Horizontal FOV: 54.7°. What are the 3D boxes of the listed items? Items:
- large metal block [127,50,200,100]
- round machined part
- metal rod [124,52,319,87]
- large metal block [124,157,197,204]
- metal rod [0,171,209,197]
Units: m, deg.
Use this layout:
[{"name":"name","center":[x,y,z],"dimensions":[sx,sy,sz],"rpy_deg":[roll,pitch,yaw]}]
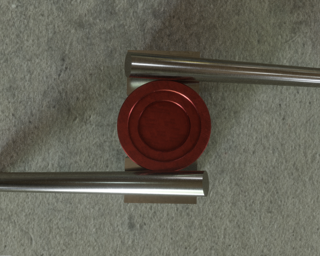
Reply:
[{"name":"large metal block","center":[0.004,-0.061,0.384],"dimensions":[0.081,0.080,0.050],"rpy_deg":[1,90,-1]},{"name":"round machined part","center":[0.004,-0.002,0.344],"dimensions":[0.099,0.042,0.097],"rpy_deg":[0,90,-1]},{"name":"metal rod","center":[0.109,-0.063,0.359],"dimensions":[0.303,0.025,0.025],"rpy_deg":[-1,90,-22]},{"name":"large metal block","center":[0.001,0.059,0.384],"dimensions":[0.081,0.080,0.050],"rpy_deg":[1,90,-1]},{"name":"metal rod","center":[-0.095,0.063,0.354],"dimensions":[0.301,0.025,0.025],"rpy_deg":[-4,90,22]}]
